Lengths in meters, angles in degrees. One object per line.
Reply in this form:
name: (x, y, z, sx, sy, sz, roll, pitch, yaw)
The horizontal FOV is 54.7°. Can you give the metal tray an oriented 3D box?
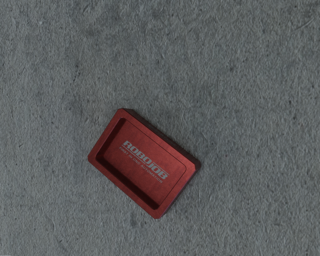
metal tray: (-0.023, 0.045, 0.415, 0.130, 0.030, 0.090, 38, 102, 15)
